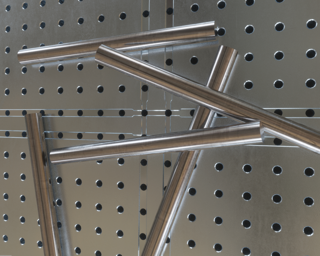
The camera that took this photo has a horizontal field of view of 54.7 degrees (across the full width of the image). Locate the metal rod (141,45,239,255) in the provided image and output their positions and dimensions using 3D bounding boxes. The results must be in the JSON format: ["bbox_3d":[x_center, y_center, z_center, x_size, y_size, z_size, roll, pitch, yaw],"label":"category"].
[{"bbox_3d":[0.034,0.042,0.399,0.025,0.025,0.298,22,97,18],"label":"metal rod"}]

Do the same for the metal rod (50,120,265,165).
[{"bbox_3d":[-0.023,0.024,0.400,0.300,0.025,0.025,-8,87,26],"label":"metal rod"}]

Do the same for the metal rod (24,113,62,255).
[{"bbox_3d":[-0.172,0.126,0.471,0.025,0.025,0.298,-11,87,19],"label":"metal rod"}]

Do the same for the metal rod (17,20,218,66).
[{"bbox_3d":[-0.072,-0.116,0.436,0.301,0.025,0.025,-2,89,19],"label":"metal rod"}]

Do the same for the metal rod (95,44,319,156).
[{"bbox_3d":[0.063,-0.033,0.363,0.301,0.025,0.025,23,98,8],"label":"metal rod"}]
